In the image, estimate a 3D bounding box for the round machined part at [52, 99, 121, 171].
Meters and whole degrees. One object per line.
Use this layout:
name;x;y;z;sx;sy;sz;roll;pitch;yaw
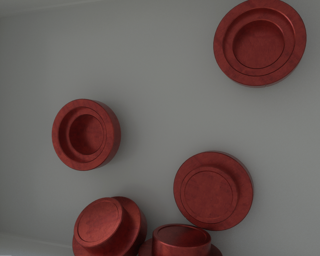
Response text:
round machined part;-0.098;0.009;0.436;0.098;0.042;0.097;0;90;20

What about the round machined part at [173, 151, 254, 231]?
round machined part;0.063;0.078;0.379;0.098;0.042;0.097;0;90;20

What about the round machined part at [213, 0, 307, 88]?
round machined part;0.115;-0.095;0.361;0.098;0.042;0.097;0;90;20

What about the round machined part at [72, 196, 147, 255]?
round machined part;-0.070;0.129;0.396;0.098;0.098;0.042;-16;130;14

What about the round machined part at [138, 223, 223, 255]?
round machined part;0.024;0.144;0.362;0.098;0.098;0.042;5;94;20
